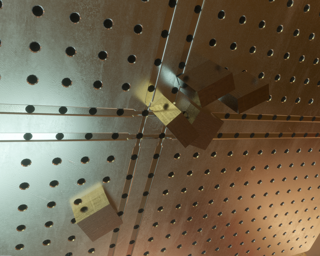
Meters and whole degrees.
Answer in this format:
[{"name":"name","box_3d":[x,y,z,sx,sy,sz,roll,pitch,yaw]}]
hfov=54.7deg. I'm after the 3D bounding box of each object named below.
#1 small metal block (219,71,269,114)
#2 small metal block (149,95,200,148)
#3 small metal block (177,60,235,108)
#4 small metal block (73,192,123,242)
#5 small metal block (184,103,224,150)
[{"name":"small metal block","box_3d":[0.113,-0.050,0.428,0.050,0.050,0.025,-26,128,-13]},{"name":"small metal block","box_3d":[0.019,-0.008,0.402,0.025,0.050,0.050,-42,130,0]},{"name":"small metal block","box_3d":[0.058,-0.057,0.393,0.050,0.050,0.025,-29,129,-10]},{"name":"small metal block","box_3d":[-0.088,0.128,0.444,0.050,0.025,0.050,-30,129,-10]},{"name":"small metal block","box_3d":[0.055,-0.001,0.443,0.050,0.025,0.050,21,107,-36]}]
